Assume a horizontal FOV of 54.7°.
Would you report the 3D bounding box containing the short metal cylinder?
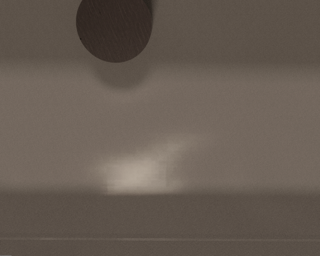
[{"bbox_3d":[-0.049,-0.118,0.354,0.081,0.050,0.079,0,110,-1],"label":"short metal cylinder"}]
